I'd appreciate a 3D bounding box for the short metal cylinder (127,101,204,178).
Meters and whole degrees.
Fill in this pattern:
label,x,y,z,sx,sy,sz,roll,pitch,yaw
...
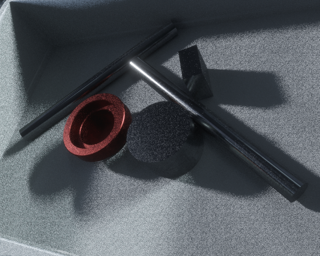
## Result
label,x,y,z,sx,sy,sz,roll,pitch,yaw
short metal cylinder,0.007,0.014,0.376,0.080,0.050,0.080,-13,56,21

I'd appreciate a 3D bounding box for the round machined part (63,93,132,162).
label,x,y,z,sx,sy,sz,roll,pitch,yaw
round machined part,-0.082,0.003,0.434,0.098,0.042,0.098,-13,56,20

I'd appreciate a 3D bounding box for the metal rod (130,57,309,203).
label,x,y,z,sx,sy,sz,roll,pitch,yaw
metal rod,0.049,-0.018,0.390,0.025,0.025,0.300,-44,51,-3

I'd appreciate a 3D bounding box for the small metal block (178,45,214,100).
label,x,y,z,sx,sy,sz,roll,pitch,yaw
small metal block,0.047,-0.071,0.407,0.025,0.050,0.050,-17,55,17

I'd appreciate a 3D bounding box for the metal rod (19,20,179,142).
label,x,y,z,sx,sy,sz,roll,pitch,yaw
metal rod,-0.100,-0.074,0.501,0.300,0.025,0.025,-35,52,4
